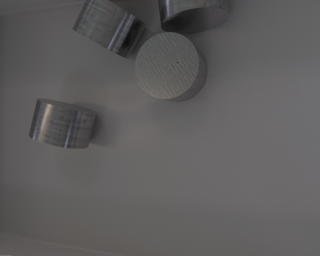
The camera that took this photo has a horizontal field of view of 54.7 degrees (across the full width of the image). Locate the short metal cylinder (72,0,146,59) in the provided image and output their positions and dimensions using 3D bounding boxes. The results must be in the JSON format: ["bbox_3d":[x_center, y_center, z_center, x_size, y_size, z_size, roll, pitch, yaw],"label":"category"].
[{"bbox_3d":[-0.066,-0.132,0.404,0.080,0.080,0.050,32,101,17],"label":"short metal cylinder"}]

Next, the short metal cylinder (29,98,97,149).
[{"bbox_3d":[-0.133,-0.007,0.428,0.080,0.080,0.050,17,96,19],"label":"short metal cylinder"}]

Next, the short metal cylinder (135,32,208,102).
[{"bbox_3d":[0.015,-0.074,0.392,0.080,0.050,0.080,0,90,20],"label":"short metal cylinder"}]

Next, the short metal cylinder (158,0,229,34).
[{"bbox_3d":[0.038,-0.150,0.368,0.080,0.080,0.050,-7,88,20],"label":"short metal cylinder"}]
